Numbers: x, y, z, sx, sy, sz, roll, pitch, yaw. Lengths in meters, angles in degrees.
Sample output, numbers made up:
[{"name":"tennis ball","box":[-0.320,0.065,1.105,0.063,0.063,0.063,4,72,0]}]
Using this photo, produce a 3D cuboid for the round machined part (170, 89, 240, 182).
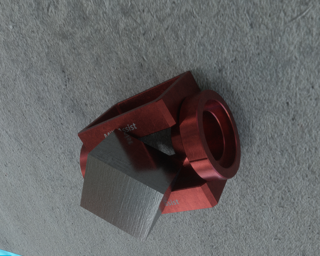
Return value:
[{"name":"round machined part","box":[0.048,0.010,0.341,0.042,0.098,0.098,-17,110,34]}]

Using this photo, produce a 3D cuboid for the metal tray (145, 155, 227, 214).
[{"name":"metal tray","box":[0.021,0.067,0.394,0.130,0.090,0.030,-19,109,35]}]

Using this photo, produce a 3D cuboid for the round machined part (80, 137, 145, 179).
[{"name":"round machined part","box":[-0.055,0.044,0.415,0.042,0.098,0.098,-17,110,34]}]

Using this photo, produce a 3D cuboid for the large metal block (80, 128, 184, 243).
[{"name":"large metal block","box":[-0.032,0.060,0.325,0.080,0.050,0.079,26,128,11]}]

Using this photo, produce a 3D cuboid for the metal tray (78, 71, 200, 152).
[{"name":"metal tray","box":[-0.025,-0.018,0.368,0.130,0.090,0.030,-19,108,35]}]
